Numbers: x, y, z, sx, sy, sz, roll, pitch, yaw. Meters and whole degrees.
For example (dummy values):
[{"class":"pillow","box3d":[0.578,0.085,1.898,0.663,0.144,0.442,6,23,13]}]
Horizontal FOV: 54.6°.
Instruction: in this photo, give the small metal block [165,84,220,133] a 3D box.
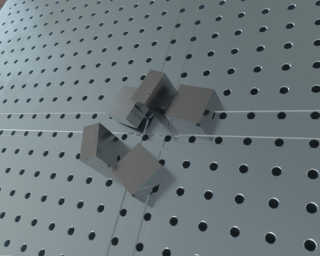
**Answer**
[{"class":"small metal block","box3d":[0.042,-0.026,0.403,0.050,0.025,0.050,15,69,34]}]

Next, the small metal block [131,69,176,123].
[{"class":"small metal block","box3d":[-0.006,-0.043,0.423,0.025,0.050,0.050,22,73,36]}]

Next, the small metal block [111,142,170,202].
[{"class":"small metal block","box3d":[-0.025,0.055,0.389,0.050,0.025,0.050,-46,51,-4]}]

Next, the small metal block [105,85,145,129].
[{"class":"small metal block","box3d":[-0.043,-0.032,0.446,0.050,0.025,0.050,17,70,45]}]

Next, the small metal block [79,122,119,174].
[{"class":"small metal block","box3d":[-0.080,0.028,0.418,0.025,0.050,0.050,-15,56,20]}]
